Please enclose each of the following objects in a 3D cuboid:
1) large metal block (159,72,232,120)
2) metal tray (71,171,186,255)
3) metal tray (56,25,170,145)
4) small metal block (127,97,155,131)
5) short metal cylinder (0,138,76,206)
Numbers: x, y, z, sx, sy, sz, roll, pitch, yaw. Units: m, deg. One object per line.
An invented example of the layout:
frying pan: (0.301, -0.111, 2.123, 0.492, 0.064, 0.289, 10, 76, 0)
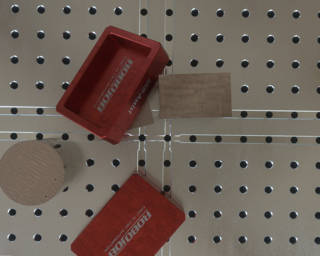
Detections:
large metal block: (0.039, -0.036, 0.386, 0.081, 0.080, 0.050, -2, 90, -1)
metal tray: (-0.041, 0.134, 0.410, 0.090, 0.030, 0.130, 41, 90, -1)
metal tray: (-0.059, -0.056, 0.384, 0.090, 0.030, 0.130, 27, 83, 28)
small metal block: (-0.038, -0.024, 0.413, 0.050, 0.025, 0.050, -15, 90, -1)
short metal cylinder: (-0.156, 0.054, 0.399, 0.081, 0.050, 0.079, 0, 90, -1)
